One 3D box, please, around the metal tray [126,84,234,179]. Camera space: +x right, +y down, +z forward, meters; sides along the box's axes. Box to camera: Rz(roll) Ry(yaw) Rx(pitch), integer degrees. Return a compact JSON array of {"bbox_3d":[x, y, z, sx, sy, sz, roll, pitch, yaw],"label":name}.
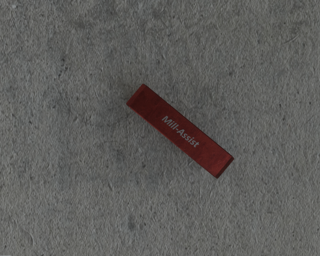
[{"bbox_3d":[0.022,0.003,0.379,0.130,0.090,0.030,39,90,-1],"label":"metal tray"}]
